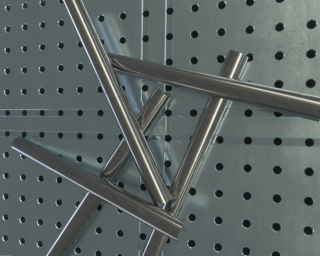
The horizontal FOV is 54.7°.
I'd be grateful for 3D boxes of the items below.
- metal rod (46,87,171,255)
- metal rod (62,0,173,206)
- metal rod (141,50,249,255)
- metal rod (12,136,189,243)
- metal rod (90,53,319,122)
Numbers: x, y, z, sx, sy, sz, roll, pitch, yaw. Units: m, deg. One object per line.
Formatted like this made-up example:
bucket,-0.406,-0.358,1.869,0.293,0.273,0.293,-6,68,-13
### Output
metal rod,-0.078,0.074,0.438,0.025,0.025,0.299,37,101,16
metal rod,-0.058,-0.042,0.402,0.025,0.025,0.299,-27,83,18
metal rod,0.039,0.046,0.398,0.025,0.025,0.298,25,98,18
metal rod,-0.099,0.071,0.420,0.300,0.025,0.025,20,97,28
metal rod,0.035,-0.059,0.377,0.301,0.025,0.025,18,96,27
